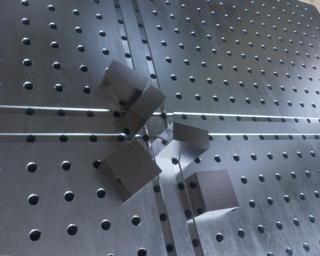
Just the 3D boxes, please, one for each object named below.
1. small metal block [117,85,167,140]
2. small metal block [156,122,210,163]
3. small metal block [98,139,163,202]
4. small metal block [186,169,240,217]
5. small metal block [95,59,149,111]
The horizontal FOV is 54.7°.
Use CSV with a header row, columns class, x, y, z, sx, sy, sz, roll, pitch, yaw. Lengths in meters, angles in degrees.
class,x,y,z,sx,sy,sz,roll,pitch,yaw
small metal block,-0.024,-0.020,0.393,0.025,0.050,0.050,39,51,-3
small metal block,0.028,0.020,0.397,0.050,0.050,0.025,14,56,-21
small metal block,-0.034,0.049,0.361,0.050,0.025,0.050,-34,81,-38
small metal block,0.067,0.082,0.396,0.050,0.025,0.050,0,62,-29
small metal block,-0.050,-0.053,0.399,0.050,0.050,0.025,28,52,-11
